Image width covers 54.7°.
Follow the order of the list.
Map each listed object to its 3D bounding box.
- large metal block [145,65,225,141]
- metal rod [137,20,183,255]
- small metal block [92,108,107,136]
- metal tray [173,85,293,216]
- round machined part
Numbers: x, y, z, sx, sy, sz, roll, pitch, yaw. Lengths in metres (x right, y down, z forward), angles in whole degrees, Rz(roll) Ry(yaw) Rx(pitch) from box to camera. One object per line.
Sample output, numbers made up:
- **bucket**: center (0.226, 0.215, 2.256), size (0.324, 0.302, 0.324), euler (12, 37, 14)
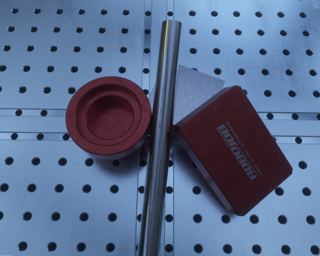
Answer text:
- **large metal block**: center (0.030, -0.031, 0.407), size (0.080, 0.050, 0.080), euler (22, 71, 7)
- **metal rod**: center (-0.001, 0.025, 0.356), size (0.025, 0.025, 0.298), euler (6, 86, 2)
- **small metal block**: center (-0.073, -0.011, 0.412), size (0.050, 0.025, 0.050), euler (-21, 72, -8)
- **metal tray**: center (0.088, 0.027, 0.369), size (0.090, 0.030, 0.130), euler (-37, 99, -12)
- **round machined part**: center (-0.058, -0.009, 0.373), size (0.099, 0.042, 0.098), euler (-1, 71, 3)
